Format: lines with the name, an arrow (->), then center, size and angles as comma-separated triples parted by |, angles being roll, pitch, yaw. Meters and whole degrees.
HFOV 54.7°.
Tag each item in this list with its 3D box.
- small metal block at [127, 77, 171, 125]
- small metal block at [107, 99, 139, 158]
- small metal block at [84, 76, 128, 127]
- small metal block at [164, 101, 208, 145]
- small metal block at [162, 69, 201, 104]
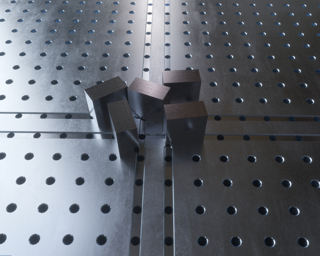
small metal block -> -0.014, -0.036, 0.421 | 0.050, 0.050, 0.025 | 19, 53, 15
small metal block -> -0.046, 0.001, 0.390 | 0.025, 0.050, 0.050 | -14, 52, -12
small metal block -> -0.070, -0.036, 0.421 | 0.050, 0.050, 0.025 | -26, 55, -21
small metal block -> 0.031, -0.006, 0.397 | 0.050, 0.050, 0.025 | -6, 51, -6
small metal block -> 0.029, -0.054, 0.438 | 0.050, 0.050, 0.025 | -3, 50, -3
